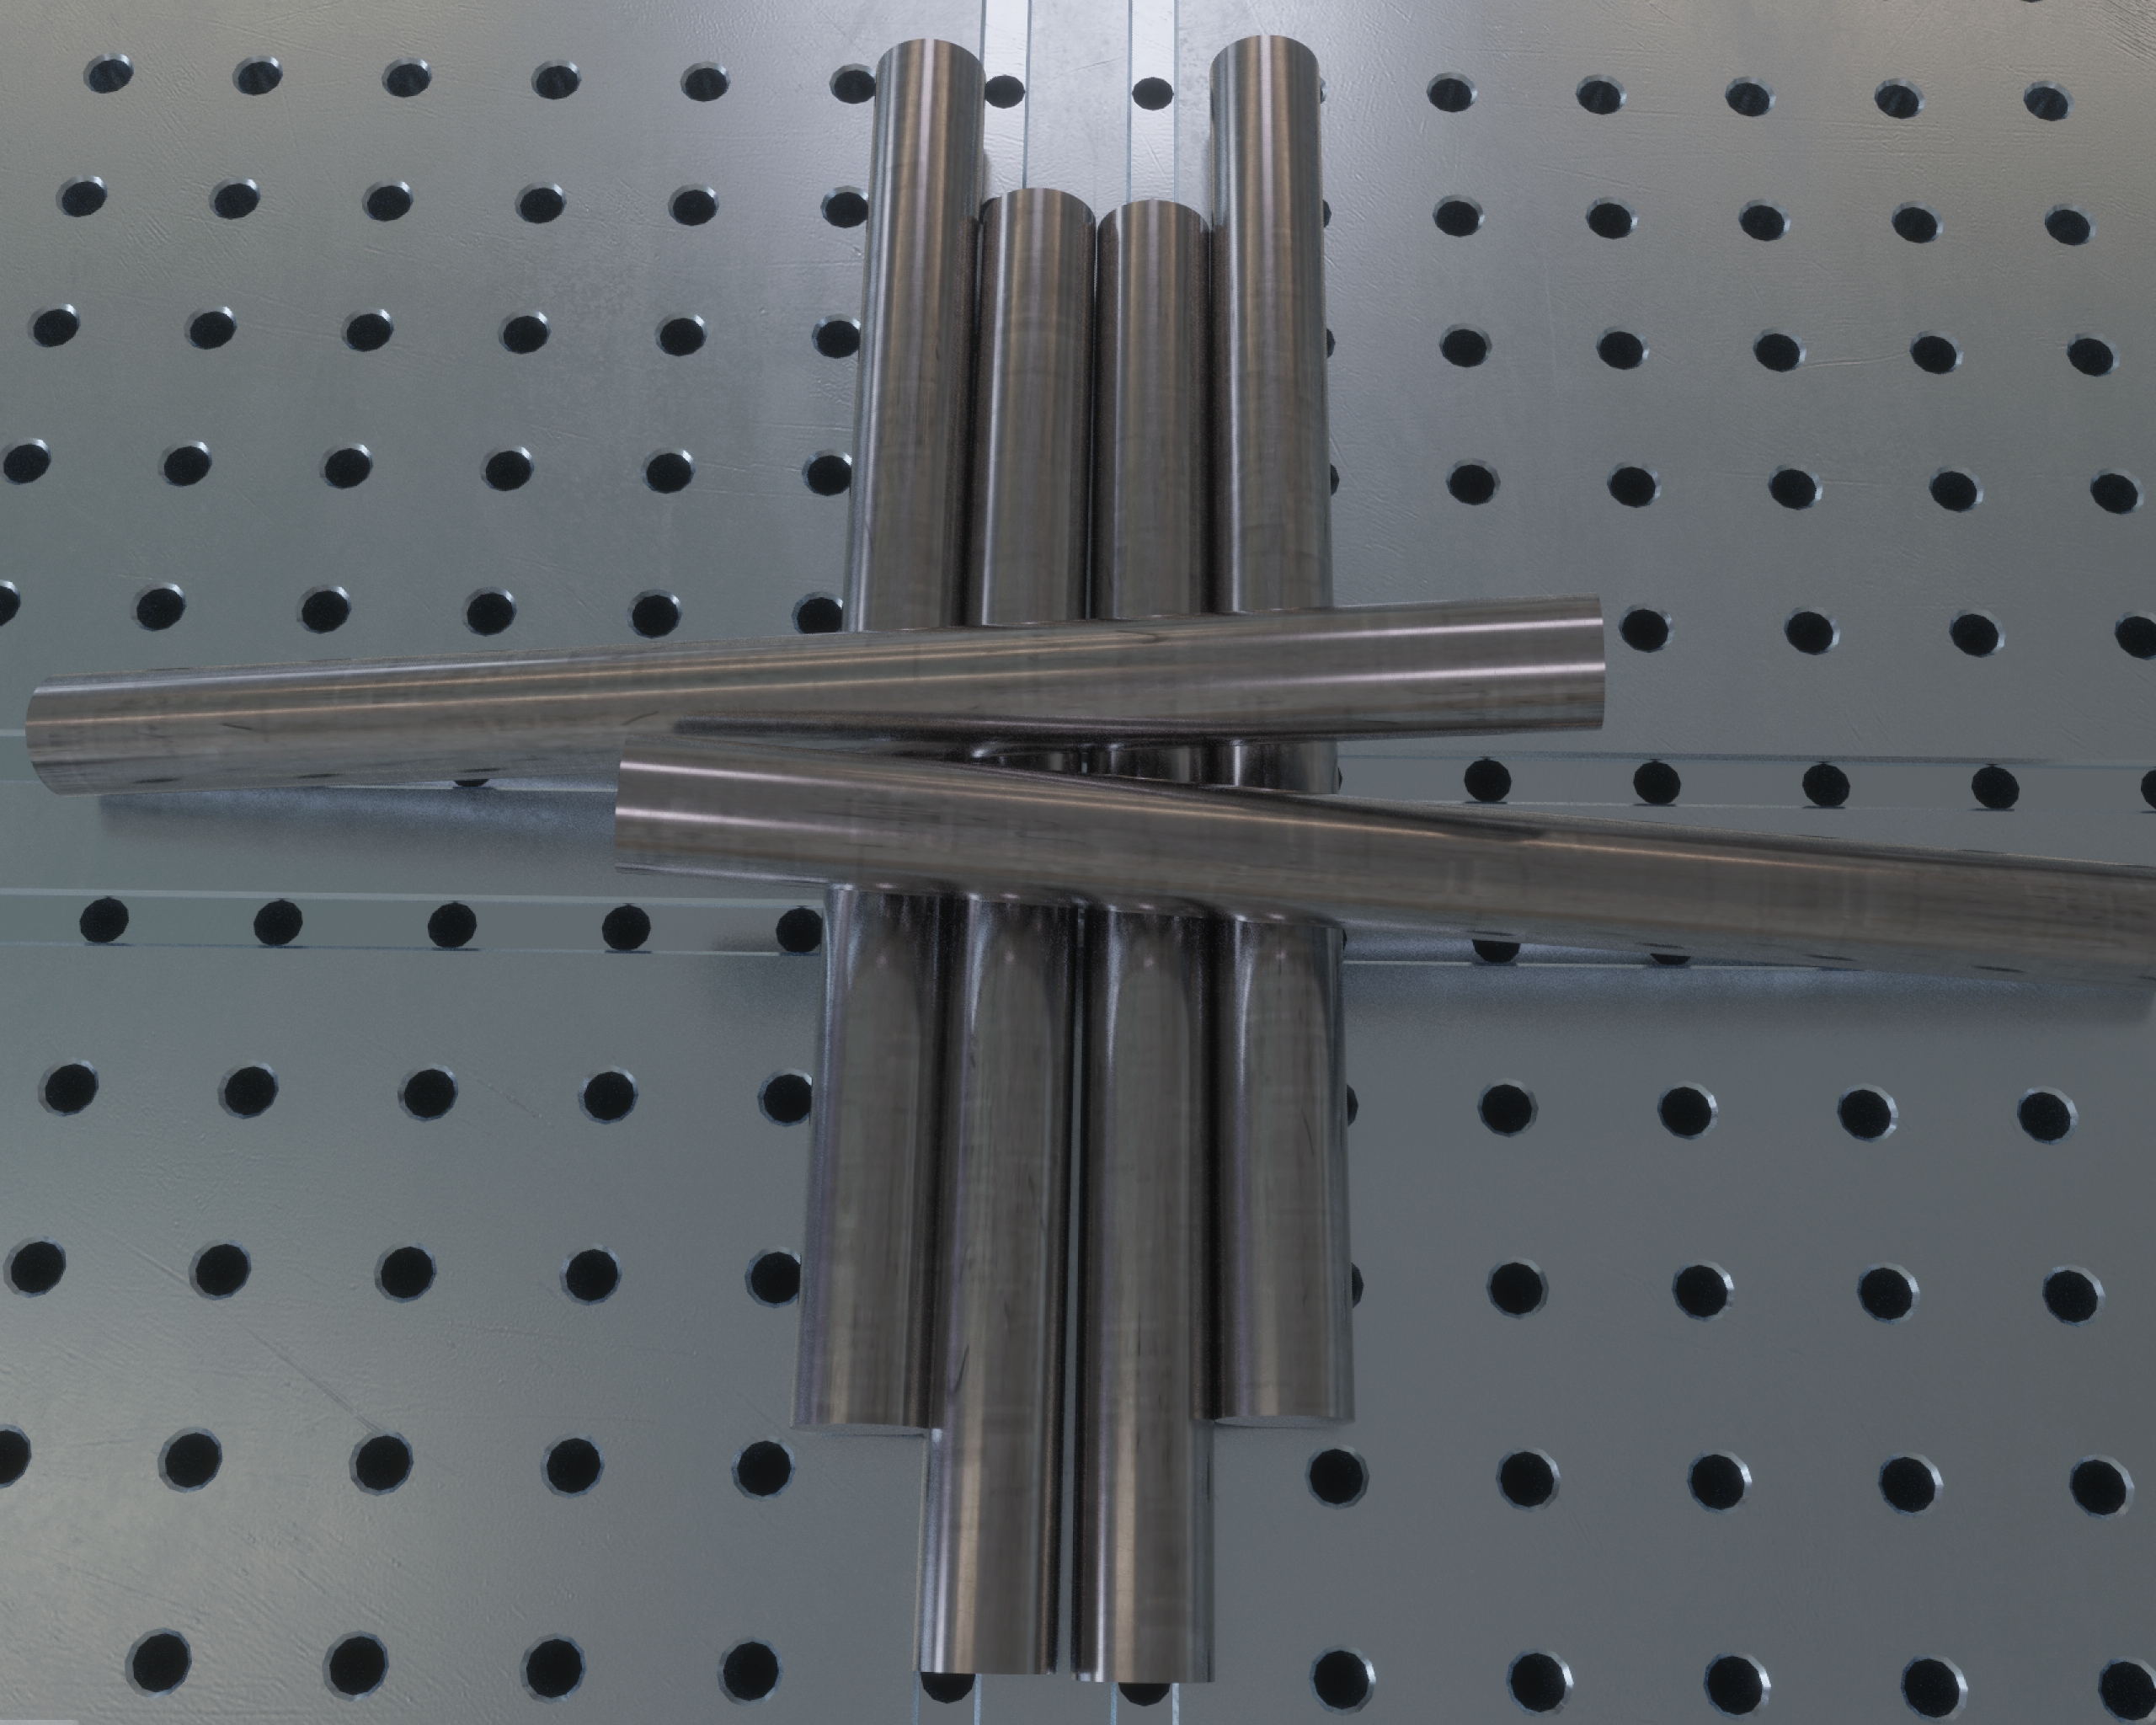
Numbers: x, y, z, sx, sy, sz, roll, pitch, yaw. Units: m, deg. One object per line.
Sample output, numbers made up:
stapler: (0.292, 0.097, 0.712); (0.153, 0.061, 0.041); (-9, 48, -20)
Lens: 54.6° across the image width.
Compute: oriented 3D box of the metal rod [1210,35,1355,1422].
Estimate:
metal rod: (0.040, -0.040, 0.426); (0.025, 0.025, 0.299); (1, 70, 0)

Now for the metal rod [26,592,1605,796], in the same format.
metal rod: (-0.055, -0.031, 0.398); (0.301, 0.025, 0.025); (-2, 70, 9)

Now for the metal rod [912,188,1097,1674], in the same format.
metal rod: (-0.012, -0.001, 0.411); (0.025, 0.025, 0.299); (1, 70, 0)

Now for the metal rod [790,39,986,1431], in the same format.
metal rod: (-0.036, -0.039, 0.425); (0.025, 0.025, 0.299); (1, 70, 0)

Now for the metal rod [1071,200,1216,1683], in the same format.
metal rod: (0.014, 0.001, 0.412); (0.025, 0.025, 0.299); (1, 70, 0)

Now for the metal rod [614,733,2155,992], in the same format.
metal rod: (0.069, 0.002, 0.390); (0.302, 0.025, 0.025); (5, 70, -8)
